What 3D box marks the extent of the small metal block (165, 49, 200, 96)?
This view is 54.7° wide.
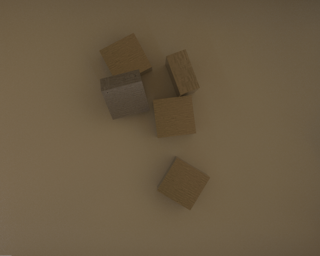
[{"bbox_3d":[0.028,-0.068,0.399,0.025,0.050,0.050,-20,90,0],"label":"small metal block"}]

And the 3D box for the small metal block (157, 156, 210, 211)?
[{"bbox_3d":[0.030,0.072,0.412,0.050,0.025,0.050,31,90,-1],"label":"small metal block"}]

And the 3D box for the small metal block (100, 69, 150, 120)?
[{"bbox_3d":[-0.044,-0.042,0.397,0.050,0.050,0.025,-15,47,-1],"label":"small metal block"}]

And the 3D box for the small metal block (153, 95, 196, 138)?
[{"bbox_3d":[0.019,-0.015,0.412,0.050,0.025,0.050,-7,90,-1],"label":"small metal block"}]

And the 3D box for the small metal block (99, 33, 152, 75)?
[{"bbox_3d":[-0.044,-0.089,0.411,0.050,0.025,0.050,-28,90,-1],"label":"small metal block"}]
